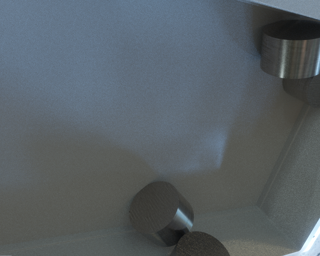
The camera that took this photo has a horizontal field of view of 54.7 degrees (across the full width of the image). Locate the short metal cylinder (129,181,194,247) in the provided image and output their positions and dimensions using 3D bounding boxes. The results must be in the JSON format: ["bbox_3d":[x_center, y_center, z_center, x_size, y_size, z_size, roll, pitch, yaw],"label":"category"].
[{"bbox_3d":[0.003,0.126,0.454,0.080,0.080,0.050,-39,130,-2],"label":"short metal cylinder"}]

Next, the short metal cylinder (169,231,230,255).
[{"bbox_3d":[0.051,0.190,0.421,0.081,0.080,0.050,1,130,-29],"label":"short metal cylinder"}]

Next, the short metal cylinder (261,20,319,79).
[{"bbox_3d":[0.175,-0.105,0.406,0.081,0.080,0.050,-20,126,-17],"label":"short metal cylinder"}]

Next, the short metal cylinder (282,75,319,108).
[{"bbox_3d":[0.239,-0.078,0.478,0.081,0.050,0.079,-14,125,-21],"label":"short metal cylinder"}]
